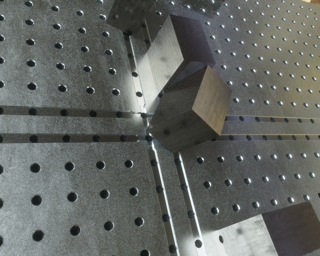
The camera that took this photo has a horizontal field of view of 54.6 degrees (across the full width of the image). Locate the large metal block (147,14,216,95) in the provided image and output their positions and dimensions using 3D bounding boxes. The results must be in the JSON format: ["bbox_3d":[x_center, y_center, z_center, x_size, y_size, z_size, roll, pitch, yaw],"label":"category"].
[{"bbox_3d":[0.027,-0.102,0.449,0.050,0.080,0.080,0,62,-28],"label":"large metal block"}]

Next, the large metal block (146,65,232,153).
[{"bbox_3d":[0.039,-0.023,0.400,0.050,0.080,0.080,42,49,-22],"label":"large metal block"}]

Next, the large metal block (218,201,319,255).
[{"bbox_3d":[0.131,0.128,0.364,0.081,0.080,0.050,-4,64,-30],"label":"large metal block"}]

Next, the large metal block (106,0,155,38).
[{"bbox_3d":[-0.036,-0.202,0.476,0.050,0.080,0.080,25,53,-13],"label":"large metal block"}]
